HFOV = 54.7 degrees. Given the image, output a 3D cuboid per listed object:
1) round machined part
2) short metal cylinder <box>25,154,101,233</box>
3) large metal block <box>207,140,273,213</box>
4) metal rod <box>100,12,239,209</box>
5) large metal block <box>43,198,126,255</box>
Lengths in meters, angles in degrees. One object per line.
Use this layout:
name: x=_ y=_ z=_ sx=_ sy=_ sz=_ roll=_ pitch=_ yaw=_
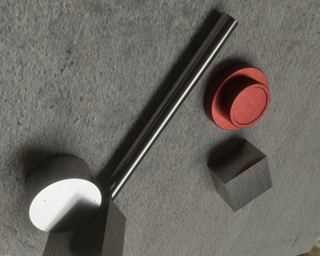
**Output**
round machined part: x=0.114 y=-0.039 z=0.436 sx=0.099 sy=0.042 sz=0.097 roll=-14 pitch=125 yaw=-21
short metal cylinder: x=-0.118 y=0.079 z=0.376 sx=0.081 sy=0.050 sz=0.079 roll=-14 pitch=124 yaw=-21
large metal block: x=0.135 y=0.080 z=0.517 sx=0.080 sy=0.050 sz=0.080 roll=-32 pitch=129 yaw=-8
metal rod: x=0.000 y=-0.012 z=0.400 sx=0.025 sy=0.025 sz=0.299 roll=27 pitch=104 yaw=-38
large metal block: x=-0.093 y=0.144 z=0.393 sx=0.080 sy=0.080 sz=0.050 roll=-15 pitch=130 yaw=13
